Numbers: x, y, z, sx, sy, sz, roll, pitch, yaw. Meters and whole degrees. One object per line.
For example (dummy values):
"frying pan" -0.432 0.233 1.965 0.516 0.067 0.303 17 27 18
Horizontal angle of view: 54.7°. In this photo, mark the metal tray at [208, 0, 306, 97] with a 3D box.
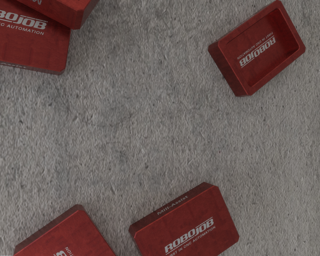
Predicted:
"metal tray" 0.146 -0.117 0.459 0.131 0.030 0.090 -38 102 -16

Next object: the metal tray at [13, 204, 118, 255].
"metal tray" -0.098 0.170 0.370 0.090 0.030 0.130 -34 101 -17

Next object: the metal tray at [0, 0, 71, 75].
"metal tray" -0.168 -0.116 0.344 0.131 0.030 0.089 8 87 -20

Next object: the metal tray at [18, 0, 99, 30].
"metal tray" -0.127 -0.173 0.332 0.131 0.030 0.090 26 59 -10

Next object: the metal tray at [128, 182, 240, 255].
"metal tray" 0.035 0.143 0.419 0.131 0.030 0.090 -27 99 -18
